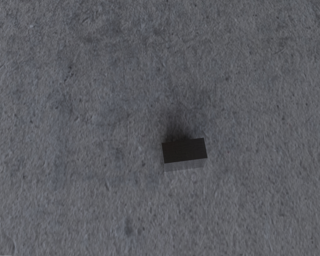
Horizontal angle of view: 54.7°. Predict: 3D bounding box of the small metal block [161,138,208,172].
[{"bbox_3d":[0.028,0.034,0.383,0.050,0.050,0.025,-7,71,-3],"label":"small metal block"}]
